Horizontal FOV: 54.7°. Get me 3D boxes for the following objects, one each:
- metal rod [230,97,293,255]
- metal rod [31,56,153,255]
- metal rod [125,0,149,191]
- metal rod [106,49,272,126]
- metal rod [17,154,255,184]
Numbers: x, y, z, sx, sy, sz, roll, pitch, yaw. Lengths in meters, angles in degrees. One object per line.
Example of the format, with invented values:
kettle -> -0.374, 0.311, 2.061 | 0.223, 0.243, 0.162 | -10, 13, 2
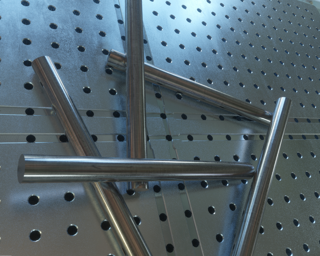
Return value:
metal rod -> 0.143, 0.068, 0.428 | 0.025, 0.025, 0.301 | 34, 57, -7
metal rod -> -0.072, 0.045, 0.342 | 0.025, 0.025, 0.299 | -20, 72, -36
metal rod -> -0.032, -0.069, 0.406 | 0.025, 0.025, 0.299 | 7, 67, -25
metal rod -> 0.065, -0.054, 0.478 | 0.302, 0.025, 0.025 | 18, 55, -18
metal rod -> 0.004, 0.048, 0.351 | 0.302, 0.025, 0.025 | 6, 59, -36
